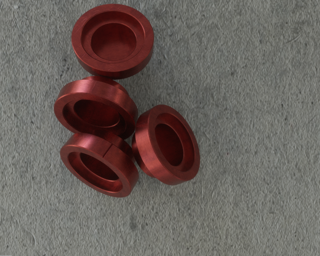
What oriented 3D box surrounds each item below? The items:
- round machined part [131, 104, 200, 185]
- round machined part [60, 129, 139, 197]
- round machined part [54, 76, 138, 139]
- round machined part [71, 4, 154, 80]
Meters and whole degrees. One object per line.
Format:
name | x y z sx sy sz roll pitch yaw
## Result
round machined part | 0.004 0.024 0.382 0.042 0.099 0.098 -27 90 33
round machined part | -0.069 0.040 0.382 0.098 0.097 0.042 31 54 0
round machined part | -0.075 -0.026 0.382 0.099 0.097 0.042 10 55 0
round machined part | -0.057 -0.103 0.391 0.099 0.042 0.098 1 70 -3
